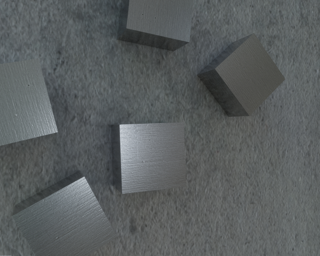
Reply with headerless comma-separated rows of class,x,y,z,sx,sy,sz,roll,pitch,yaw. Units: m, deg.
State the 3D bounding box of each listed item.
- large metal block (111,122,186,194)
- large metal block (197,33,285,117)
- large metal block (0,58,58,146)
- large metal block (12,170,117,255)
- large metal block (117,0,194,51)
large metal block,-0.016,0.034,0.391,0.081,0.050,0.079,-2,91,-20
large metal block,0.115,-0.072,0.440,0.080,0.050,0.080,-43,104,-15
large metal block,-0.163,-0.025,0.336,0.081,0.050,0.080,-15,95,-20
large metal block,-0.108,0.106,0.356,0.081,0.050,0.080,-29,100,-18
large metal block,-0.006,-0.150,0.394,0.081,0.050,0.080,6,88,-20
